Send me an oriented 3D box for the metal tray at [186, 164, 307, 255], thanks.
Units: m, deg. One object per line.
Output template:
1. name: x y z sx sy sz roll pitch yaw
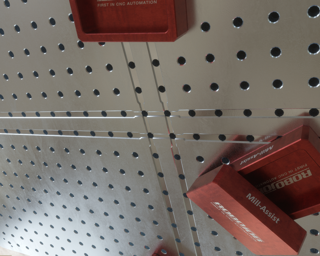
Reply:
1. metal tray: 0.106 0.109 0.398 0.130 0.030 0.090 41 152 0

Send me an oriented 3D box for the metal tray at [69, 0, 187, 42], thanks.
1. metal tray: -0.039 -0.143 0.340 0.130 0.030 0.089 7 122 24

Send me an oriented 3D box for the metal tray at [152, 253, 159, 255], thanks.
1. metal tray: 0.018 0.304 0.587 0.130 0.030 0.089 35 129 4

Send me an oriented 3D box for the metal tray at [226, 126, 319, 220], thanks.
1. metal tray: 0.144 0.066 0.372 0.090 0.030 0.129 48 129 -6
